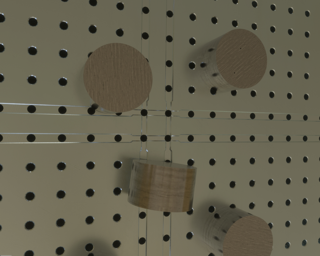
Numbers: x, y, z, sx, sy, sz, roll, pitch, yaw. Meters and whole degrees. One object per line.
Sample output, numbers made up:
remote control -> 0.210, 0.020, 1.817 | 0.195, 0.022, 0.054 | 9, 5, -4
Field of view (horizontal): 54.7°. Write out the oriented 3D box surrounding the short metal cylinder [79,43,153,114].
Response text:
short metal cylinder -> -0.055, -0.058, 0.379 | 0.081, 0.050, 0.079 | 0, 90, -20

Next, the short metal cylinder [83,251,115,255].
short metal cylinder -> -0.074, 0.198, 0.372 | 0.081, 0.050, 0.079 | 0, 90, -20

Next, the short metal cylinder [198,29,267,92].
short metal cylinder -> 0.101, -0.093, 0.436 | 0.081, 0.050, 0.079 | 0, 90, -20

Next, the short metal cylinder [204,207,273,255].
short metal cylinder -> 0.111, 0.158, 0.440 | 0.081, 0.050, 0.079 | 0, 90, -20

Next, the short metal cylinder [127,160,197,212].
short metal cylinder -> 0.003, 0.069, 0.384 | 0.081, 0.080, 0.050 | 8, 88, -20
